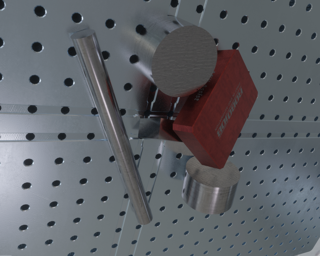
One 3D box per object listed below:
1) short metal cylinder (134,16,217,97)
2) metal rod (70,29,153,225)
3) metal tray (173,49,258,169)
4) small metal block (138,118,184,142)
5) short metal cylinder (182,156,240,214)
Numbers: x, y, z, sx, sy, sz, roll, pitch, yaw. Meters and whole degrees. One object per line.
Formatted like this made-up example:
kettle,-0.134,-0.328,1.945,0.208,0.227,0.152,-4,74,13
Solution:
short metal cylinder,0.017,-0.082,0.354,0.081,0.050,0.079,-14,124,-21
metal rod,-0.050,0.024,0.398,0.025,0.025,0.298,-23,127,-14
metal tray,0.076,-0.025,0.398,0.090,0.030,0.130,50,62,-39
small metal block,0.007,0.003,0.397,0.050,0.050,0.025,9,86,-32
short metal cylinder,0.076,0.083,0.468,0.081,0.080,0.050,-8,122,-24
